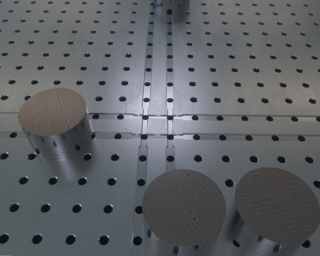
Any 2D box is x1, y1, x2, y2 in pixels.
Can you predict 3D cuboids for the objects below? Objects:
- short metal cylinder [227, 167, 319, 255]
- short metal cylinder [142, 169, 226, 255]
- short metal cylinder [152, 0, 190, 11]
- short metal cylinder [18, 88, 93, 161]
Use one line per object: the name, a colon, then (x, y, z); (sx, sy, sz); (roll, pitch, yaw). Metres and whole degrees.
short metal cylinder: (0.113, 0.088, 0.318); (0.081, 0.050, 0.080); (0, 50, 0)
short metal cylinder: (0.023, 0.089, 0.316); (0.081, 0.050, 0.080); (0, 50, 0)
short metal cylinder: (0.023, -0.281, 0.628); (0.081, 0.050, 0.080); (0, 50, 0)
short metal cylinder: (-0.130, -0.005, 0.395); (0.081, 0.050, 0.080); (0, 50, 0)
